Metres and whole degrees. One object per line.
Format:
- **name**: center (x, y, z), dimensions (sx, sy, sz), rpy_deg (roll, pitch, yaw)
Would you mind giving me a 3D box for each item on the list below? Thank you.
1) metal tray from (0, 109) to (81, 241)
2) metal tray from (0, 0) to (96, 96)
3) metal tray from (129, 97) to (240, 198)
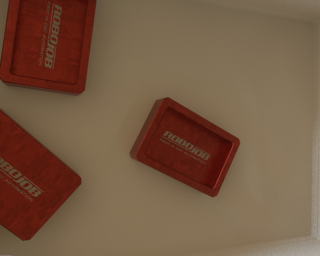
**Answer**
- **metal tray**: center (-0.167, 0.050, 0.346), dimensions (0.130, 0.030, 0.090), rpy_deg (45, 76, -15)
- **metal tray**: center (-0.128, -0.109, 0.360), dimensions (0.091, 0.030, 0.129), rpy_deg (8, 87, -20)
- **metal tray**: center (0.036, 0.027, 0.422), dimensions (0.131, 0.030, 0.090), rpy_deg (29, 80, -18)
